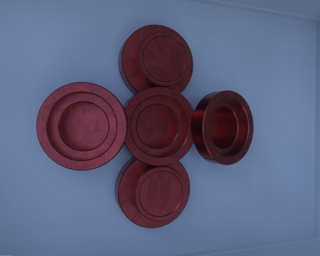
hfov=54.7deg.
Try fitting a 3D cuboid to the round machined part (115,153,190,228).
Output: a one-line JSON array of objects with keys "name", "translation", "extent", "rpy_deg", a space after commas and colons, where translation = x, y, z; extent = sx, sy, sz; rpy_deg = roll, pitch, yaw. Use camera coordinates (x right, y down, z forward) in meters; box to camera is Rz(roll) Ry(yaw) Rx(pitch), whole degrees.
[{"name": "round machined part", "translation": [-0.005, 0.080, 0.398], "extent": [0.099, 0.042, 0.097], "rpy_deg": [0, 90, -20]}]

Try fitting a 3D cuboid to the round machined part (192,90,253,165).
[{"name": "round machined part", "translation": [0.079, 0.000, 0.420], "extent": [0.099, 0.042, 0.097], "rpy_deg": [0, 91, -37]}]

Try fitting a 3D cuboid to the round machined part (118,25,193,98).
[{"name": "round machined part", "translation": [-0.001, -0.085, 0.399], "extent": [0.099, 0.042, 0.097], "rpy_deg": [0, 90, -20]}]

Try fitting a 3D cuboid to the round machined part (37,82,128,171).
[{"name": "round machined part", "translation": [-0.086, -0.002, 0.359], "extent": [0.099, 0.042, 0.097], "rpy_deg": [0, 90, -3]}]

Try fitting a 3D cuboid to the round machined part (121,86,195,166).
[{"name": "round machined part", "translation": [-0.006, -0.002, 0.397], "extent": [0.099, 0.042, 0.097], "rpy_deg": [0, 90, -20]}]
